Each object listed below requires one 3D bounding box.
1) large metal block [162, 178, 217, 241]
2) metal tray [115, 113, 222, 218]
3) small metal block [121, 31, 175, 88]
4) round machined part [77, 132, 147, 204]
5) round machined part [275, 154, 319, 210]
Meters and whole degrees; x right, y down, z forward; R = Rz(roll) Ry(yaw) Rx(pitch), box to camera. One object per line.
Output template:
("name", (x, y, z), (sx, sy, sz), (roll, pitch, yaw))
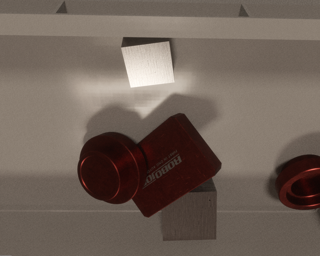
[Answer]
("large metal block", (0.043, 0.124, 0.480), (0.081, 0.050, 0.079), (-2, 106, 1))
("metal tray", (0.005, 0.052, 0.418), (0.130, 0.030, 0.090), (-39, 83, 28))
("small metal block", (-0.012, -0.076, 0.345), (0.050, 0.025, 0.050), (-6, 130, 5))
("round machined part", (-0.070, 0.057, 0.414), (0.098, 0.042, 0.097), (7, 107, 26))
("round machined part", (0.224, 0.078, 0.468), (0.099, 0.042, 0.097), (0, 130, 0))
